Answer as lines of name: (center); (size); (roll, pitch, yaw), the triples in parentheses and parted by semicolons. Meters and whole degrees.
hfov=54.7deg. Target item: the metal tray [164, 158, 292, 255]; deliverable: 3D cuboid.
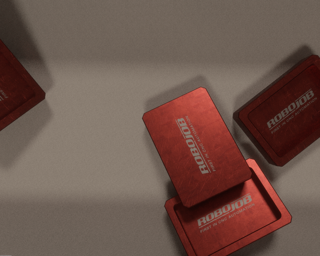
metal tray: (0.083, 0.107, 0.392); (0.131, 0.030, 0.090); (-27, 65, -1)

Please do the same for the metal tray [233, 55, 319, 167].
metal tray: (0.176, -0.022, 0.411); (0.130, 0.030, 0.090); (-38, 91, -1)

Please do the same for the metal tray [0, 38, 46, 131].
metal tray: (-0.216, -0.063, 0.369); (0.090, 0.030, 0.130); (-42, 115, -17)

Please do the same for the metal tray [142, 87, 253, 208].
metal tray: (0.044, 0.024, 0.392); (0.090, 0.030, 0.130); (-25, 74, -1)
